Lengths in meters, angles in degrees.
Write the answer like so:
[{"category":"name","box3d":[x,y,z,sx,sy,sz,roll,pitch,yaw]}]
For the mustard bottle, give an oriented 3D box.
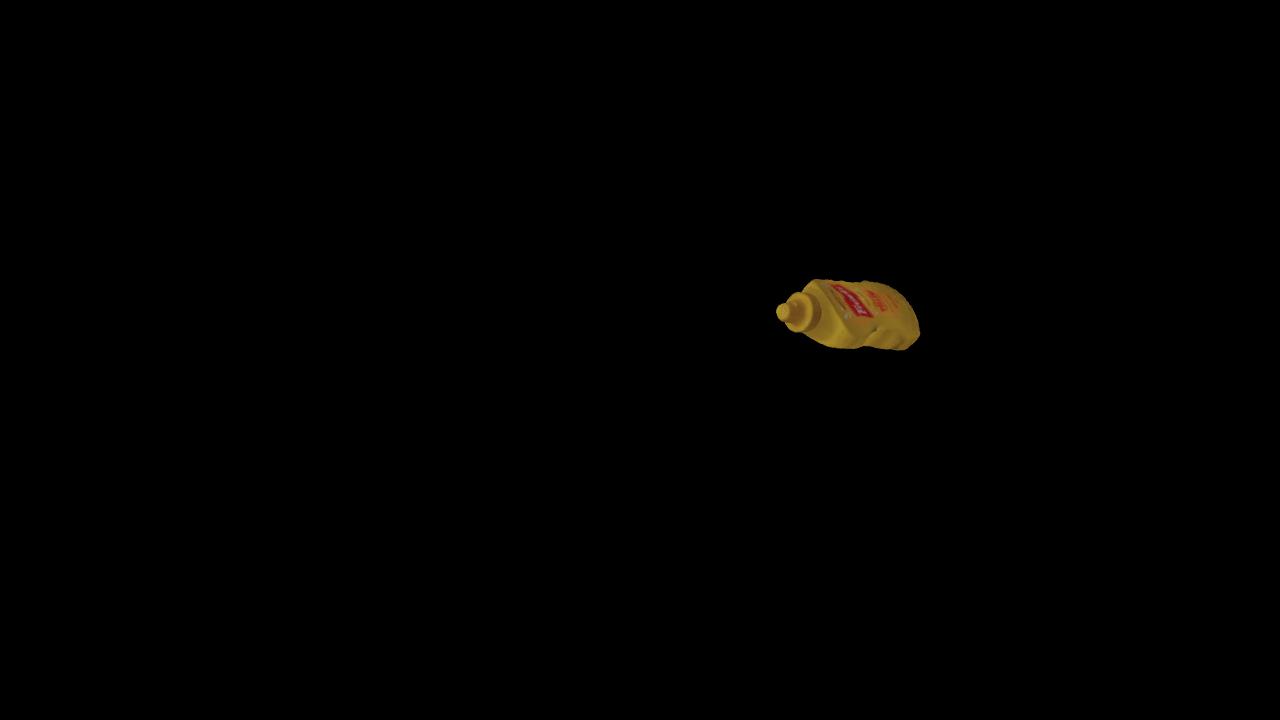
[{"category":"mustard bottle","box3d":[0.223,-0.050,0.681,0.184,0.092,0.054,-1,-33,-32]}]
